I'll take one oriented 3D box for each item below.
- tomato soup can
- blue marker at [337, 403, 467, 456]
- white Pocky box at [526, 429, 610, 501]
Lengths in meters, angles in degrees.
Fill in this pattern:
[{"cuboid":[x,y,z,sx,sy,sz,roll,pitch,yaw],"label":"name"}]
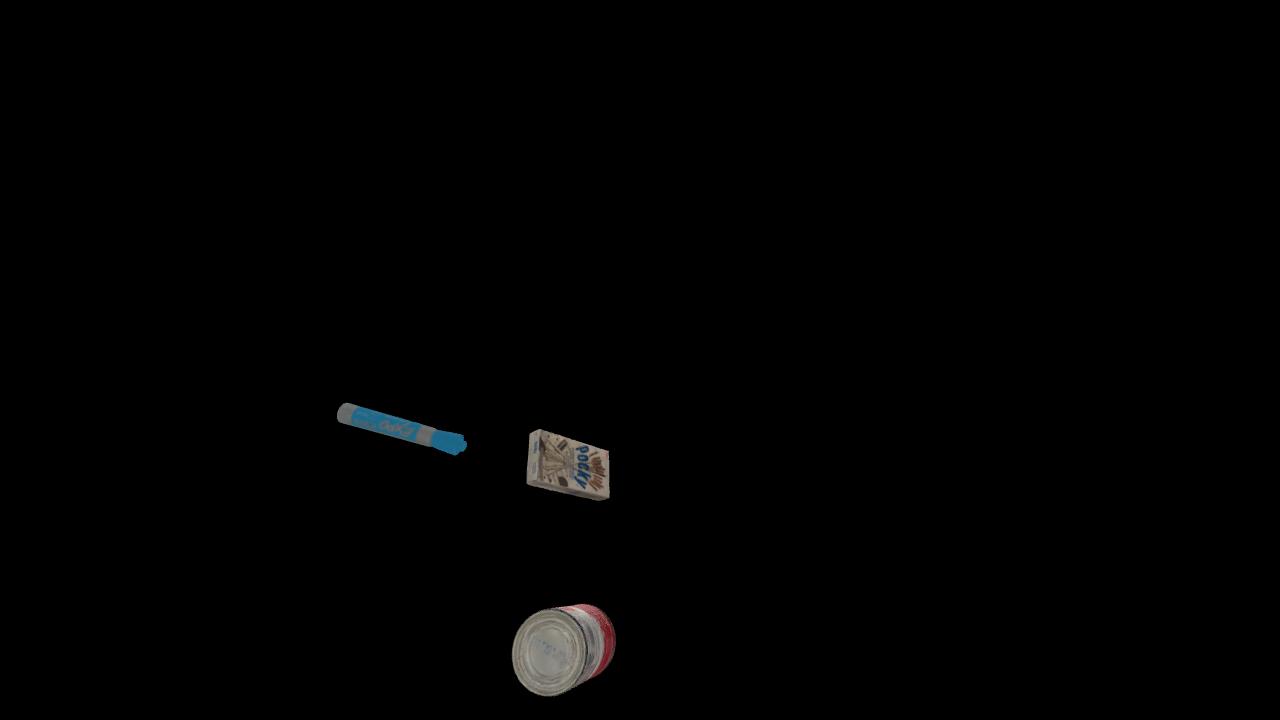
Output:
[{"cuboid":[-0.065,0.255,0.547,0.068,0.068,0.101,0,-19,12],"label":"tomato soup can"},{"cuboid":[-0.208,0.061,0.539,0.121,0.020,0.020,13,3,11],"label":"blue marker"},{"cuboid":[-0.110,0.169,0.973,0.028,0.084,0.154,-24,-35,36],"label":"white Pocky box"}]
